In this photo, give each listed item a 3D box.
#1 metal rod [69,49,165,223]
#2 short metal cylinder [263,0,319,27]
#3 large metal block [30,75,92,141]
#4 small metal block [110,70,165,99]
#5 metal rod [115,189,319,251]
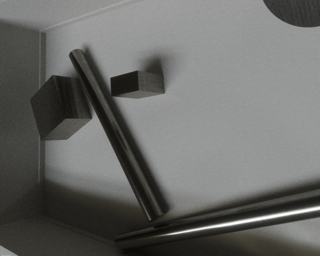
[{"bbox_3d":[-0.072,-0.002,0.463,0.025,0.025,0.299,-43,64,31],"label":"metal rod"},{"bbox_3d":[0.130,-0.132,0.256,0.080,0.050,0.080,31,150,21],"label":"short metal cylinder"},{"bbox_3d":[-0.170,-0.032,0.528,0.080,0.050,0.080,-33,70,34],"label":"large metal block"},{"bbox_3d":[-0.030,-0.056,0.413,0.050,0.050,0.025,-6,86,39],"label":"small metal block"},{"bbox_3d":[0.053,0.114,0.361,0.299,0.025,0.025,-26,74,36],"label":"metal rod"}]
